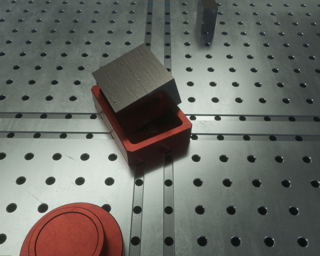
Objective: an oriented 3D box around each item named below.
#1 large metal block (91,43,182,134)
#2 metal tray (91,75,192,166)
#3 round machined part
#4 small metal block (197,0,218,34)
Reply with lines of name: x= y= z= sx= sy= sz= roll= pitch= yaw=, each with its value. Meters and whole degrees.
large metal block: x=-0.030 y=-0.053 z=0.405 sx=0.080 sy=0.050 sz=0.080 roll=-32 pitch=56 yaw=-5
metal tray: x=-0.027 y=-0.020 z=0.420 sx=0.091 sy=0.030 sz=0.130 roll=-22 pitch=54 yaw=-18
round machined part: x=-0.085 y=0.116 z=0.298 sx=0.099 sy=0.042 sz=0.098 roll=0 pitch=50 yaw=0
small metal block: x=0.086 y=-0.210 z=0.569 sx=0.025 sy=0.050 sz=0.050 roll=-4 pitch=50 yaw=-4
